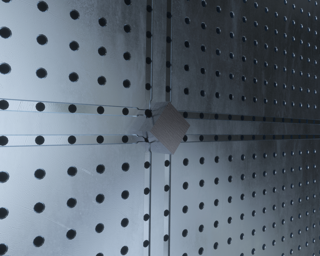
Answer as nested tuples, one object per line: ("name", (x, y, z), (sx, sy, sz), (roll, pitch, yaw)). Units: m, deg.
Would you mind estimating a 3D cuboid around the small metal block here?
("small metal block", (0.007, 0.000, 0.414), (0.050, 0.025, 0.050), (46, 63, -31))
